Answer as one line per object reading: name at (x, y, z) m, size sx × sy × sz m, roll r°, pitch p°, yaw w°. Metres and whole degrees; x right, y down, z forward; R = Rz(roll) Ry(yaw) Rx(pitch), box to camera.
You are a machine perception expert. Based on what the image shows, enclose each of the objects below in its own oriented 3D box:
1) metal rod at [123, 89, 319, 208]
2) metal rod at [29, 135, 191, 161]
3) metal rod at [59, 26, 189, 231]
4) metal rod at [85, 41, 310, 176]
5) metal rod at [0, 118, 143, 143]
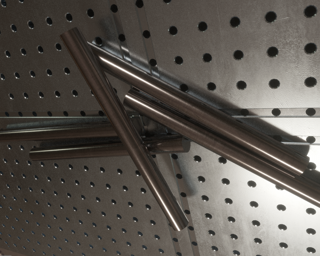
metal rod at (0.090, 0.029, 0.380) m, size 0.301 × 0.025 × 0.025 m, roll 28°, pitch 128°, yaw 10°
metal rod at (-0.095, 0.034, 0.479) m, size 0.300 × 0.025 × 0.025 m, roll -6°, pitch 116°, yaw 30°
metal rod at (-0.038, 0.013, 0.404) m, size 0.025 × 0.025 × 0.299 m, roll -17°, pitch 110°, yaw 34°
metal rod at (0.033, -0.028, 0.375) m, size 0.301 × 0.025 × 0.025 m, roll 29°, pitch 128°, yaw 9°
metal rod at (-0.162, 0.007, 0.498) m, size 0.300 × 0.025 × 0.025 m, roll -4°, pitch 117°, yaw 29°
